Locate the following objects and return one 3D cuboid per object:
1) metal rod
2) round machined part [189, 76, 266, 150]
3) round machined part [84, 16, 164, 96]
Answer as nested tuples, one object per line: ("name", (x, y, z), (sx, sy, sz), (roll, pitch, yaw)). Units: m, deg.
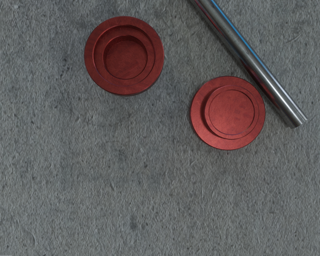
("metal rod", (0.092, -0.124, 0.410), (0.025, 0.025, 0.300), (-38, 90, 0))
("round machined part", (0.089, -0.019, 0.402), (0.099, 0.042, 0.097), (0, 90, 0))
("round machined part", (-0.044, -0.089, 0.401), (0.099, 0.042, 0.097), (0, 90, 0))
